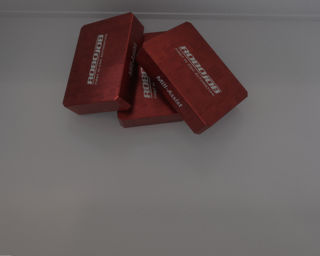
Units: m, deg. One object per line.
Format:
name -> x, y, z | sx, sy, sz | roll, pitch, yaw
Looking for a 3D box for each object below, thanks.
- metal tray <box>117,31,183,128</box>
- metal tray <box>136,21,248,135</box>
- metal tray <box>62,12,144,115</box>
metal tray -> -0.017, -0.070, 0.432 | 0.091, 0.030, 0.130 | -7, 70, -3
metal tray -> 0.043, -0.067, 0.403 | 0.091, 0.030, 0.130 | -36, 86, -32
metal tray -> -0.075, -0.086, 0.417 | 0.090, 0.030, 0.130 | -4, 67, 28
